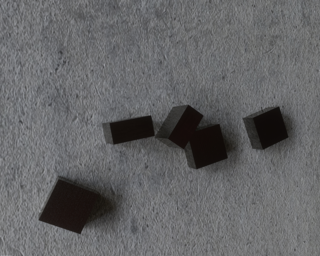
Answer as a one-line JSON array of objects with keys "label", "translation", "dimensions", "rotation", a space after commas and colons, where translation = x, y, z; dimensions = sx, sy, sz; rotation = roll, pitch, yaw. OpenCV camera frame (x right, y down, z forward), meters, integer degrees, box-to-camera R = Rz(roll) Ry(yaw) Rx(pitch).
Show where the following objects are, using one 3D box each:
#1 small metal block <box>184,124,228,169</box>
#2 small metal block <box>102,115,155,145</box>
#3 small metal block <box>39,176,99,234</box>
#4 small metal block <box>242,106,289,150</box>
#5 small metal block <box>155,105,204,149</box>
[{"label": "small metal block", "translation": [0.061, 0.025, 0.432], "dimensions": [0.050, 0.025, 0.050], "rotation": [-16, 96, -19]}, {"label": "small metal block", "translation": [-0.040, 0.002, 0.381], "dimensions": [0.050, 0.050, 0.025], "rotation": [-12, 94, -20]}, {"label": "small metal block", "translation": [-0.109, 0.091, 0.369], "dimensions": [0.050, 0.025, 0.050], "rotation": [27, 81, -18]}, {"label": "small metal block", "translation": [0.160, 0.000, 0.468], "dimensions": [0.050, 0.025, 0.050], "rotation": [-22, 98, -19]}, {"label": "small metal block", "translation": [0.024, -0.001, 0.404], "dimensions": [0.025, 0.050, 0.050], "rotation": [35, 79, -17]}]
